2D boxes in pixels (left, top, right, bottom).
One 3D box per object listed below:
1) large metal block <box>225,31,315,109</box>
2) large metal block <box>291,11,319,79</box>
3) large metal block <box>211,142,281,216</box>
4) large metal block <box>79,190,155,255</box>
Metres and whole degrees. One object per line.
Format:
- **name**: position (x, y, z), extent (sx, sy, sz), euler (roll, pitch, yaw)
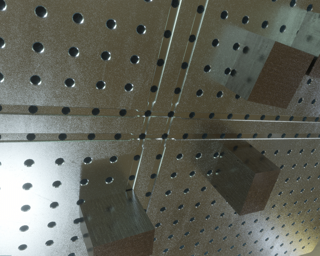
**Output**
- **large metal block**: position (0.150, -0.078, 0.428), extent (0.081, 0.050, 0.080), euler (7, 115, -32)
- **large metal block**: position (0.242, -0.116, 0.454), extent (0.081, 0.050, 0.079), euler (5, 116, -31)
- **large metal block**: position (0.134, 0.078, 0.496), extent (0.050, 0.080, 0.079), euler (-3, 120, -27)
- **large metal block**: position (-0.062, 0.138, 0.427), extent (0.081, 0.080, 0.050), euler (-9, 122, -24)
